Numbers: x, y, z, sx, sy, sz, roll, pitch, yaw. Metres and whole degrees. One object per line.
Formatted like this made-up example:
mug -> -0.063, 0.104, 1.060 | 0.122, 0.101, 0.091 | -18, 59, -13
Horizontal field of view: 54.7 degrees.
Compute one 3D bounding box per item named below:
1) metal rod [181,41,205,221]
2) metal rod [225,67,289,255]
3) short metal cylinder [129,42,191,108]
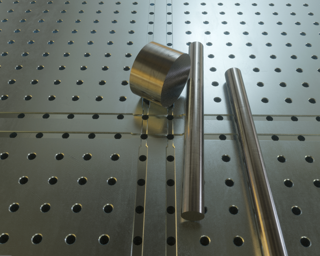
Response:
metal rod -> 0.048, -0.021, 0.425 | 0.025, 0.025, 0.300 | 4, 50, 3
metal rod -> 0.112, 0.031, 0.381 | 0.025, 0.025, 0.300 | 0, 50, 0
short metal cylinder -> 0.002, -0.074, 0.434 | 0.050, 0.080, 0.080 | 26, 55, 20
